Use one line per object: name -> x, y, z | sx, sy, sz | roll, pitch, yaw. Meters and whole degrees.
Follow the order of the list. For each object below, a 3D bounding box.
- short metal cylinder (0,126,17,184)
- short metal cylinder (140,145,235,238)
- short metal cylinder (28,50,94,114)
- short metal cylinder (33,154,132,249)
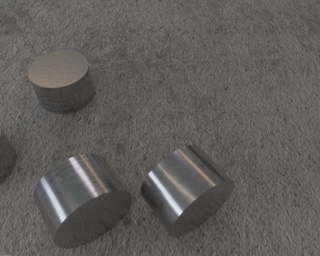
short metal cylinder -> -0.218, 0.030, 0.360 | 0.080, 0.050, 0.080 | 0, 50, 0
short metal cylinder -> 0.028, 0.064, 0.314 | 0.081, 0.080, 0.050 | -28, 56, -22
short metal cylinder -> -0.138, -0.066, 0.441 | 0.080, 0.050, 0.080 | 0, 50, 0
short metal cylinder -> -0.075, 0.072, 0.306 | 0.081, 0.080, 0.050 | -28, 56, -22
